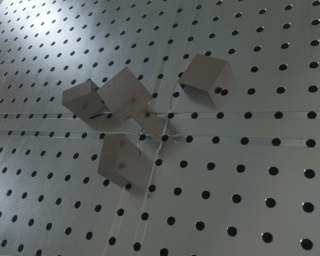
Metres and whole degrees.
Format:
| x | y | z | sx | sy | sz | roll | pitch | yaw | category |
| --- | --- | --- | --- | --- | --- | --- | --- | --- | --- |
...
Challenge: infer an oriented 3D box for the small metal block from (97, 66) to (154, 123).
| x | y | z | sx | sy | sz | roll | pitch | yaw | category |
| --- | --- | --- | --- | --- | --- | --- | --- | --- | --- |
| -0.045 | -0.043 | 0.392 | 0.050 | 0.025 | 0.050 | -40 | 51 | 1 | small metal block |

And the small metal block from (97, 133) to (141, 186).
| x | y | z | sx | sy | sz | roll | pitch | yaw | category |
| --- | --- | --- | --- | --- | --- | --- | --- | --- | --- |
| -0.050 | 0.041 | 0.392 | 0.025 | 0.050 | 0.050 | -9 | 58 | 23 | small metal block |

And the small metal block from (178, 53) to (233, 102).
| x | y | z | sx | sy | sz | roll | pitch | yaw | category |
| --- | --- | --- | --- | --- | --- | --- | --- | --- | --- |
| 0.061 | -0.068 | 0.417 | 0.050 | 0.025 | 0.050 | 26 | 75 | 36 | small metal block |

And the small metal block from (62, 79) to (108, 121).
| x | y | z | sx | sy | sz | roll | pitch | yaw | category |
| --- | --- | --- | --- | --- | --- | --- | --- | --- | --- |
| -0.113 | -0.042 | 0.475 | 0.050 | 0.050 | 0.025 | -19 | 55 | 16 | small metal block |

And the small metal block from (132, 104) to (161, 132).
| x | y | z | sx | sy | sz | roll | pitch | yaw | category |
| --- | --- | --- | --- | --- | --- | --- | --- | --- | --- |
| -0.031 | -0.029 | 0.425 | 0.025 | 0.050 | 0.050 | -39 | 51 | 2 | small metal block |
